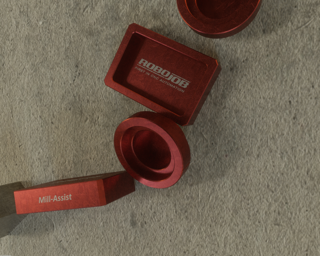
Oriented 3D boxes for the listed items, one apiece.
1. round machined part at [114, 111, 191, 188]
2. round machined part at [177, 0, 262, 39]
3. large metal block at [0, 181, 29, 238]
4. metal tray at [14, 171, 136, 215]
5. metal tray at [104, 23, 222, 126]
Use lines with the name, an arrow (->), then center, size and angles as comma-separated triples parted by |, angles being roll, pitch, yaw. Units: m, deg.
round machined part -> -0.006, 0.023, 0.387 | 0.098, 0.042, 0.097 | 16, 123, 26
round machined part -> 0.073, -0.156, 0.374 | 0.098, 0.042, 0.097 | 0, 90, 19
large metal block -> -0.252, 0.131, 0.466 | 0.080, 0.080, 0.050 | -44, 77, 14
metal tray -> -0.110, 0.084, 0.411 | 0.130, 0.090, 0.030 | -10, 87, 19
metal tray -> 0.001, -0.070, 0.404 | 0.130, 0.030, 0.090 | 29, 99, 17
